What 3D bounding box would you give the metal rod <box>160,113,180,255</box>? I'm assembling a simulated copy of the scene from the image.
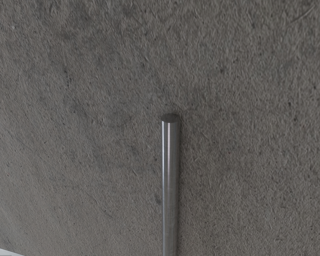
[{"bbox_3d":[0.015,0.114,0.469,0.025,0.025,0.298,13,124,21],"label":"metal rod"}]
